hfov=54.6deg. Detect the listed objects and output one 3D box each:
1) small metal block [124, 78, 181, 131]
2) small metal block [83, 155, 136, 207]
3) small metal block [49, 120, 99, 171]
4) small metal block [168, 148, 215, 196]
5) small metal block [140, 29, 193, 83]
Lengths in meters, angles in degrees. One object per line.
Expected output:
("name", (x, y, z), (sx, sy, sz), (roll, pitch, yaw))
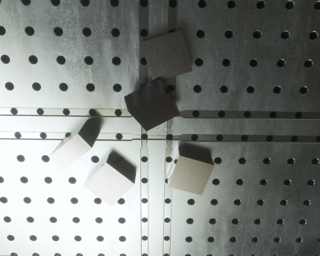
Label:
("small metal block", (-0.009, -0.028, 0.390), (0.050, 0.025, 0.050), (-27, 142, 10))
("small metal block", (-0.071, 0.075, 0.440), (0.050, 0.025, 0.050), (40, 105, -14))
("small metal block", (-0.111, 0.022, 0.407), (0.050, 0.050, 0.025), (-37, 106, 12))
("small metal block", (0.042, 0.062, 0.436), (0.050, 0.025, 0.050), (16, 109, -6))
("small metal block", (0.008, -0.089, 0.381), (0.050, 0.025, 0.050), (-16, 110, 5))
